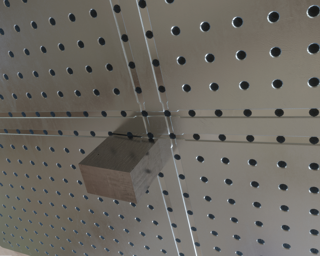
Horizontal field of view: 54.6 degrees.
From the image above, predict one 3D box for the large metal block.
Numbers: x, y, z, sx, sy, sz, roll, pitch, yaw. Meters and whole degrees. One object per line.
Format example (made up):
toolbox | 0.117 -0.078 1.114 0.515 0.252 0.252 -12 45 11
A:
large metal block | -0.052 0.054 0.437 0.080 0.080 0.050 5 121 25
